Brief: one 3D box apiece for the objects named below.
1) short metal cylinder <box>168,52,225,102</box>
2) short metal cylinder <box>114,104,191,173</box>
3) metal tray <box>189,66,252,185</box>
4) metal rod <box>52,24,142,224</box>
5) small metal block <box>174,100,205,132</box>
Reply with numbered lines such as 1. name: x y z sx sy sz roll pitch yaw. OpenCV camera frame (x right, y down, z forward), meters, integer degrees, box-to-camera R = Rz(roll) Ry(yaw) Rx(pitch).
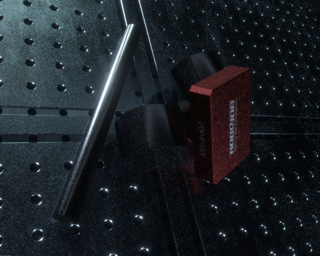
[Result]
1. short metal cylinder: 0.058 -0.063 0.443 0.081 0.080 0.050 -8 66 -32
2. short metal cylinder: -0.009 0.014 0.359 0.081 0.080 0.050 2 61 -27
3. metal tray: 0.081 -0.004 0.396 0.030 0.129 0.091 19 37 40
4. metal rod: -0.067 -0.030 0.390 0.025 0.025 0.300 23 53 -15
5. small metal block: 0.037 -0.015 0.421 0.050 0.050 0.025 -10 67 -32
